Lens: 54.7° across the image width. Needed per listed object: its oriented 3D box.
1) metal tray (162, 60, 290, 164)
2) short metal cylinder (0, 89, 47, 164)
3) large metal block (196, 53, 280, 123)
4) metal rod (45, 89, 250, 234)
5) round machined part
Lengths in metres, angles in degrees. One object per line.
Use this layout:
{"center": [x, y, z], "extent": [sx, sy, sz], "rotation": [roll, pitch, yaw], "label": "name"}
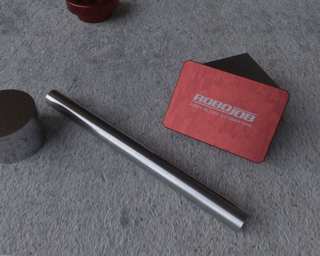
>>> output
{"center": [0.079, -0.022, 0.384], "extent": [0.130, 0.030, 0.089], "rotation": [22, 96, 16], "label": "metal tray"}
{"center": [-0.190, -0.003, 0.387], "extent": [0.081, 0.050, 0.080], "rotation": [0, 50, 0], "label": "short metal cylinder"}
{"center": [0.103, -0.054, 0.434], "extent": [0.081, 0.050, 0.080], "rotation": [-16, 52, -14], "label": "large metal block"}
{"center": [-0.032, 0.028, 0.379], "extent": [0.300, 0.025, 0.025], "rotation": [31, 56, 23], "label": "metal rod"}
{"center": [-0.127, -0.236, 0.589], "extent": [0.099, 0.042, 0.098], "rotation": [0, 50, 0], "label": "round machined part"}
